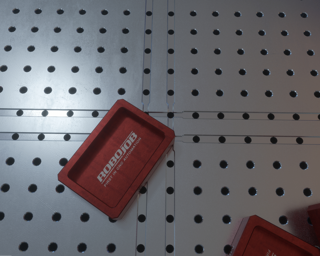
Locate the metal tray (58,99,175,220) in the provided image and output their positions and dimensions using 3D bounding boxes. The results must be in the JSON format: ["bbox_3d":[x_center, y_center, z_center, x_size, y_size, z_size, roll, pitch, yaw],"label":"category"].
[{"bbox_3d":[-0.052,0.038,0.395,0.090,0.030,0.130,33,73,11],"label":"metal tray"}]

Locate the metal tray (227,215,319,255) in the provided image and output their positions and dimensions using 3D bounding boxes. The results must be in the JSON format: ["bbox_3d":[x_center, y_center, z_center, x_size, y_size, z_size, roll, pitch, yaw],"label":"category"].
[{"bbox_3d":[0.114,0.176,0.345,0.090,0.030,0.130,27,72,9],"label":"metal tray"}]

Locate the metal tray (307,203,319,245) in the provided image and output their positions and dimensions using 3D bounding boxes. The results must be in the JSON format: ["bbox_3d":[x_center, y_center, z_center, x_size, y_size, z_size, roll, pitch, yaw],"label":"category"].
[{"bbox_3d":[0.228,0.141,0.342,0.091,0.030,0.130,-4,68,-25],"label":"metal tray"}]
